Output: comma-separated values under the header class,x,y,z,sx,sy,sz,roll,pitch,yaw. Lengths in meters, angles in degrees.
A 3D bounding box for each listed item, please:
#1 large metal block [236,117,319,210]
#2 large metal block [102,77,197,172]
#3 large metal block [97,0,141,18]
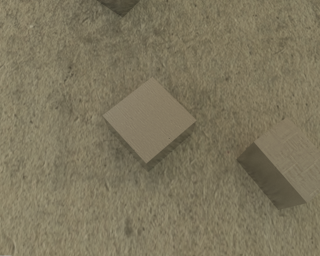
class,x,y,z,sx,sy,sz,roll,pitch,yaw
large metal block,0.144,0.045,0.364,0.050,0.080,0.080,-34,74,-12
large metal block,-0.013,-0.004,0.396,0.080,0.050,0.080,-40,75,-14
large metal block,-0.065,-0.234,0.479,0.080,0.050,0.080,36,74,12
